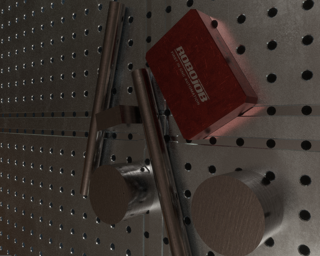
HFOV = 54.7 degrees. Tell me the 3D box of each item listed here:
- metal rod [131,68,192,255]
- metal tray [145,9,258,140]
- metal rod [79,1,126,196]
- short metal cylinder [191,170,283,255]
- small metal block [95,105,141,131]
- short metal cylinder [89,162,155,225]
[{"bbox_3d":[0.006,0.065,0.402,0.025,0.025,0.299,-21,77,38],"label":"metal rod"},{"bbox_3d":[0.043,-0.062,0.369,0.090,0.030,0.130,-37,68,33],"label":"metal tray"},{"bbox_3d":[-0.090,-0.039,0.481,0.025,0.025,0.298,18,101,38],"label":"metal rod"},{"bbox_3d":[0.080,0.087,0.326,0.080,0.050,0.079,0,90,39],"label":"short metal cylinder"},{"bbox_3d":[-0.054,-0.013,0.435,0.050,0.050,0.025,-16,80,38],"label":"small metal block"},{"bbox_3d":[-0.055,0.089,0.436,0.080,0.050,0.079,0,90,39],"label":"short metal cylinder"}]
